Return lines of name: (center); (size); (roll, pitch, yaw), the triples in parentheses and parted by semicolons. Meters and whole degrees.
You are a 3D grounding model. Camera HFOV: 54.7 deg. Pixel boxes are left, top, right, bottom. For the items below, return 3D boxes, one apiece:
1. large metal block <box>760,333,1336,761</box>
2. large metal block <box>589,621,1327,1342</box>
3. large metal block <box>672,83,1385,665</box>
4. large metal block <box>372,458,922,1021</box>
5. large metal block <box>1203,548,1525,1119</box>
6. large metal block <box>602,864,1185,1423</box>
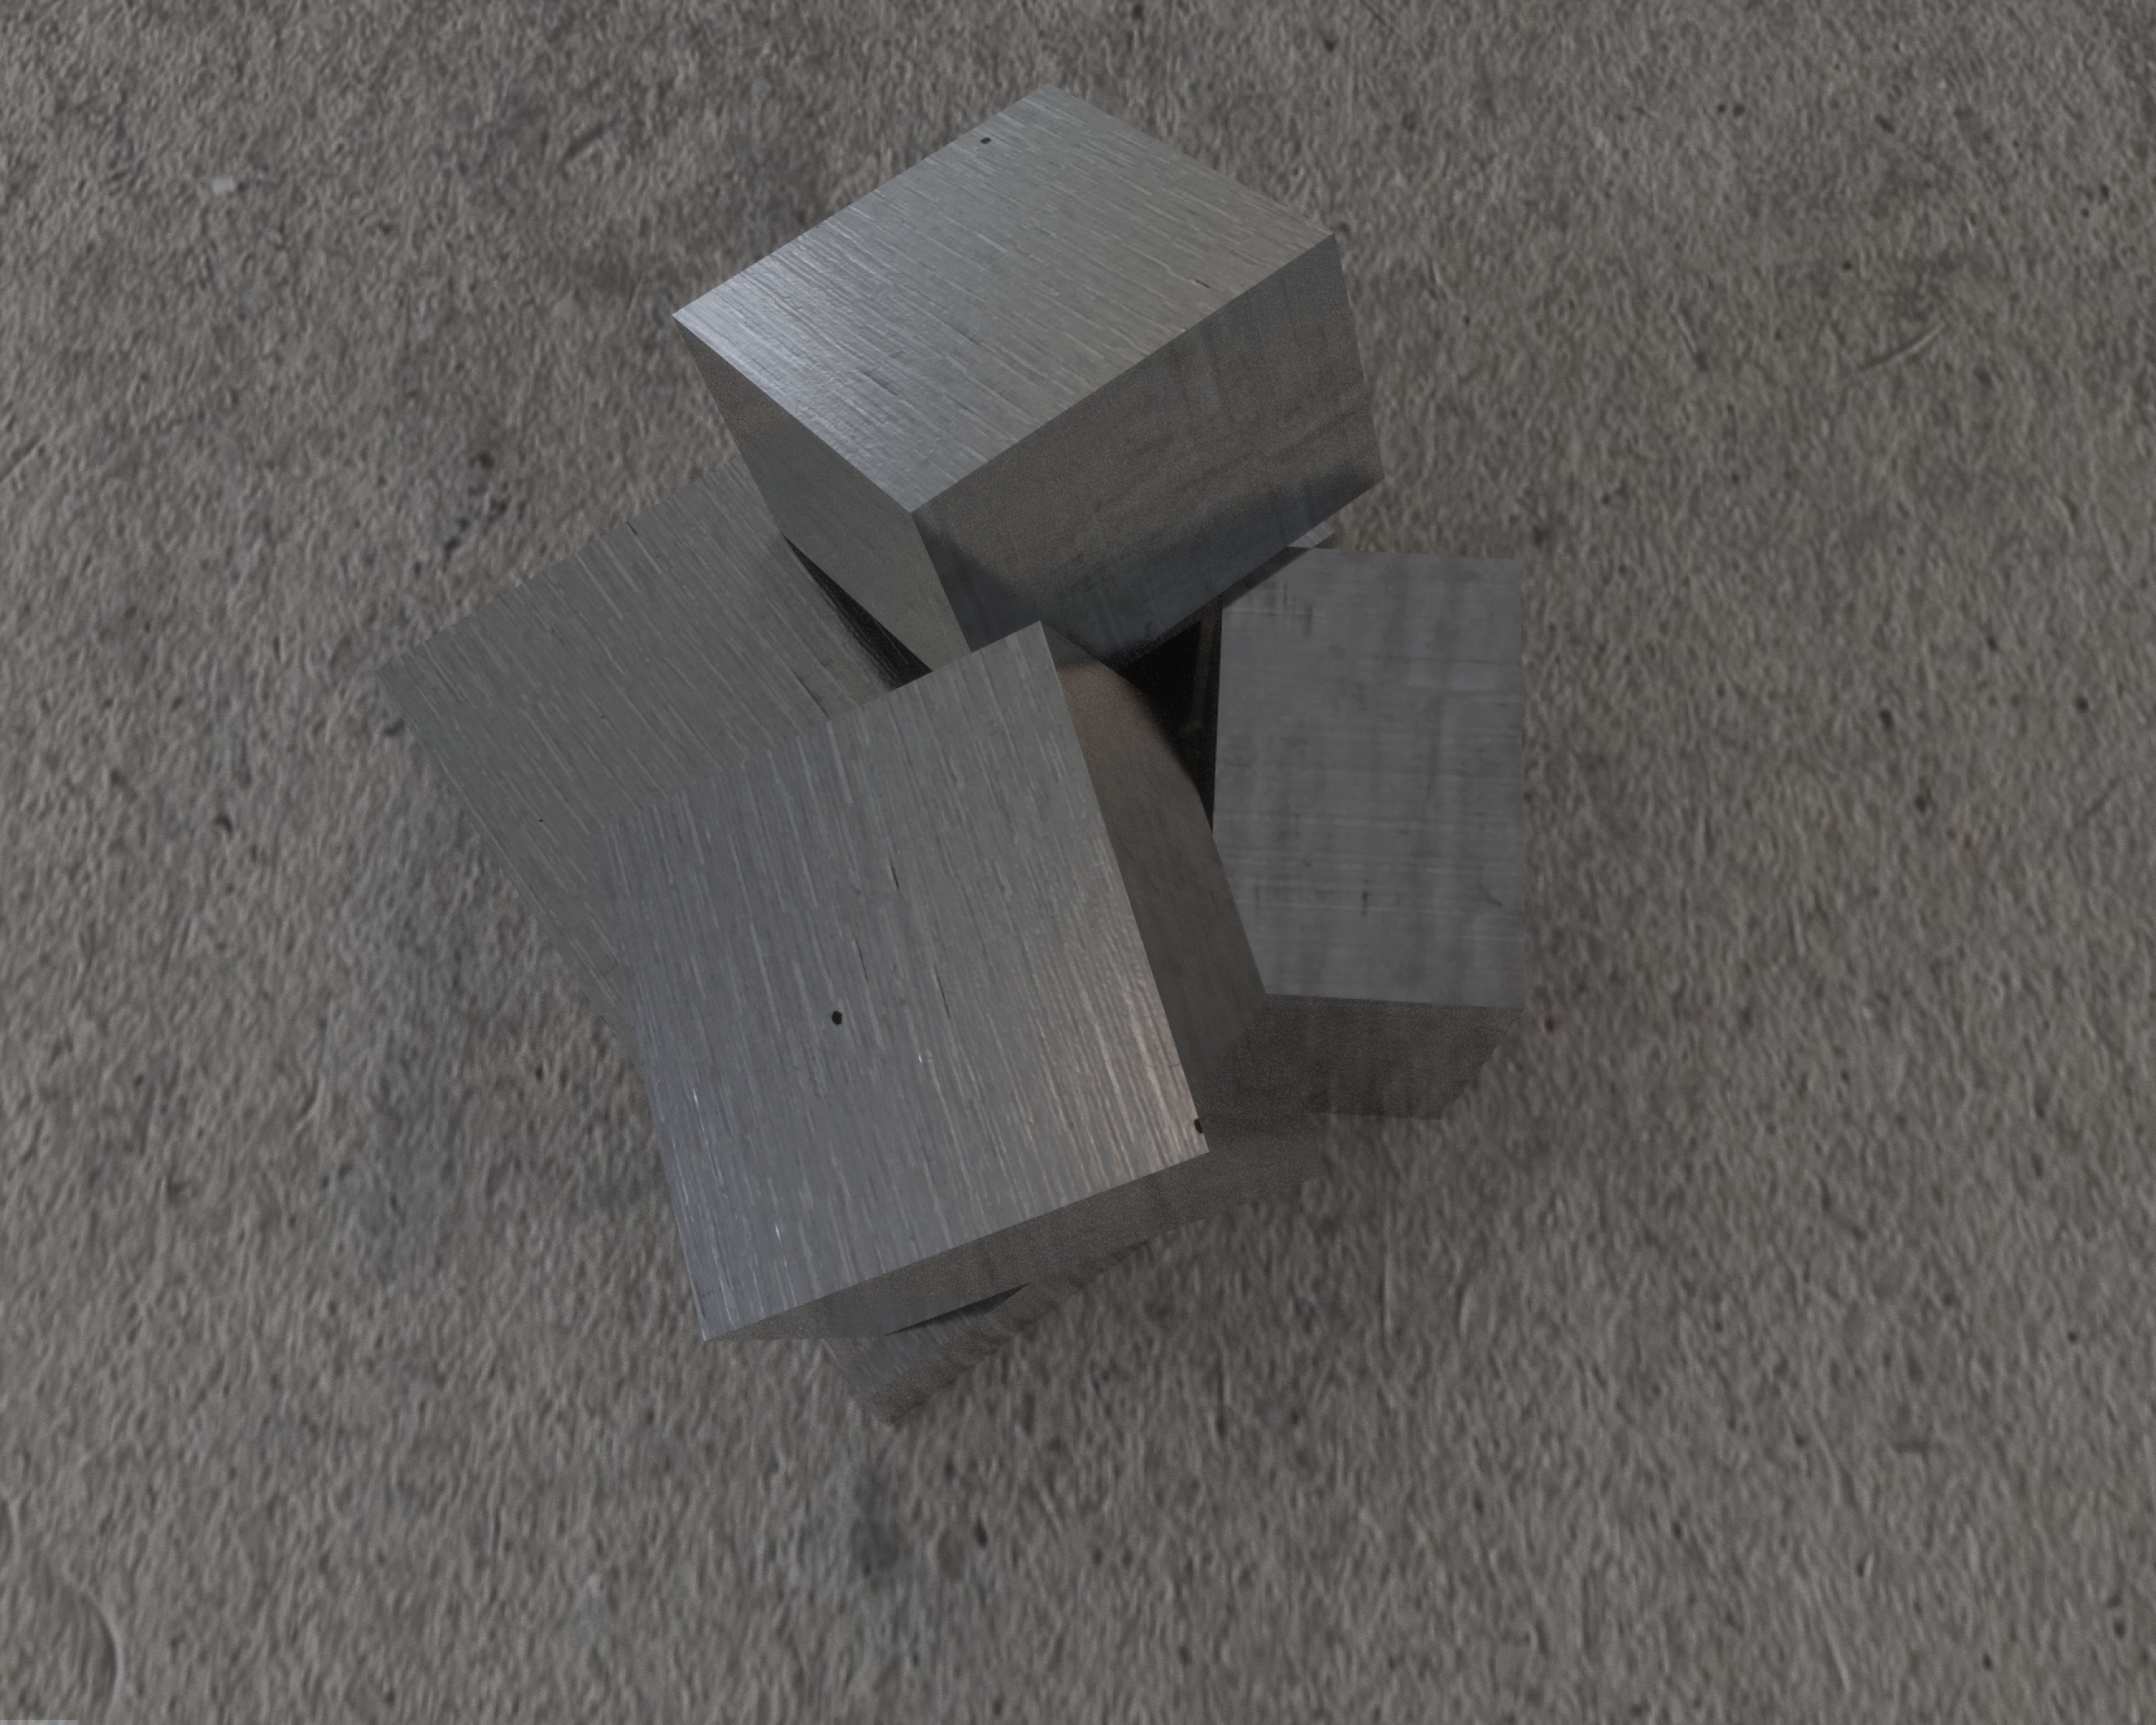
large metal block: (-0.008, -0.062, 0.417); (0.080, 0.050, 0.080); (-34, 74, -12)
large metal block: (-0.019, 0.021, 0.318); (0.080, 0.050, 0.080); (-24, 70, 18)
large metal block: (-0.008, -0.079, 0.355); (0.080, 0.050, 0.080); (-36, 49, -12)
large metal block: (-0.072, -0.018, 0.401); (0.080, 0.050, 0.080); (-34, 74, -12)
large metal block: (0.048, -0.002, 0.380); (0.050, 0.080, 0.080); (3, 70, 1)
large metal block: (-0.025, 0.043, 0.379); (0.080, 0.050, 0.080); (-34, 74, -12)
